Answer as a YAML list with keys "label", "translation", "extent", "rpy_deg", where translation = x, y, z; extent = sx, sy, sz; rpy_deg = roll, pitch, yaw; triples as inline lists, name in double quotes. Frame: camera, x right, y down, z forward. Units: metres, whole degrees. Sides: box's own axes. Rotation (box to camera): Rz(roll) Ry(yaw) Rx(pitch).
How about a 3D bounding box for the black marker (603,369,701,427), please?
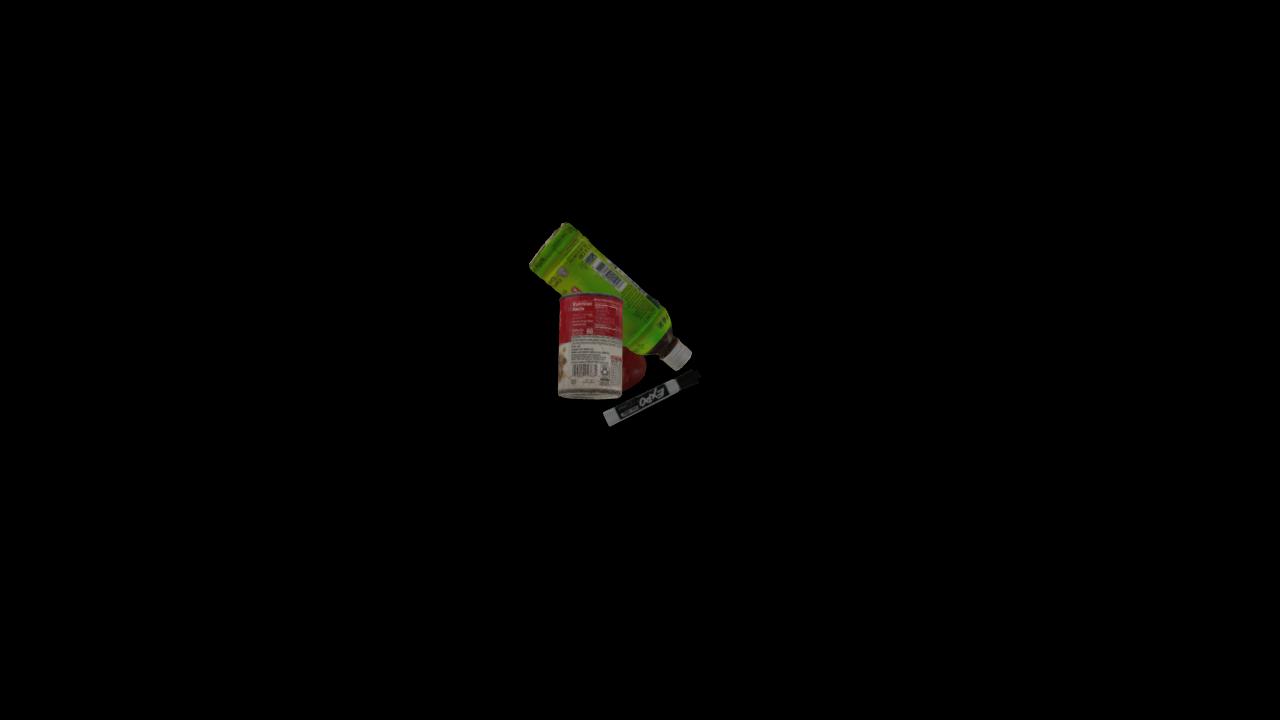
- label: "black marker"
  translation: [0.015, 0.043, 0.712]
  extent: [0.121, 0.020, 0.020]
  rpy_deg: [-26, 1, -3]

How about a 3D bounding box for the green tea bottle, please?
- label: "green tea bottle"
  translation: [-0.026, -0.065, 0.711]
  extent: [0.212, 0.073, 0.073]
  rpy_deg: [40, -7, -8]

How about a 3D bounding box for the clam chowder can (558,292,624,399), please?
- label: "clam chowder can"
  translation: [-0.051, -0.013, 0.636]
  extent: [0.068, 0.102, 0.068]
  rpy_deg: [0, -9, 0]

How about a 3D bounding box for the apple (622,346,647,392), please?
- label: "apple"
  translation: [-0.031, 0.004, 0.742]
  extent: [0.079, 0.079, 0.093]
  rpy_deg: [0, 13, -1]
